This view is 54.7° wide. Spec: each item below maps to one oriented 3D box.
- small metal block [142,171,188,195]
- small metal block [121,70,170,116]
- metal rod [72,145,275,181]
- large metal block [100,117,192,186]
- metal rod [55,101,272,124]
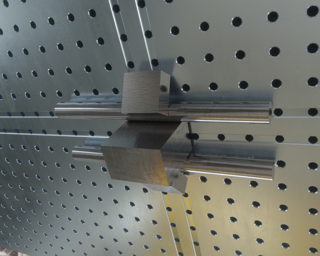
[{"bbox_3d":[0.005,0.072,0.433,0.050,0.025,0.050,3,157,26],"label":"small metal block"},{"bbox_3d":[-0.017,-0.041,0.375,0.050,0.025,0.050,1,84,27],"label":"small metal block"},{"bbox_3d":[0.000,0.045,0.434,0.301,0.025,0.025,2,120,27],"label":"metal rod"},{"bbox_3d":[-0.014,0.025,0.392,0.080,0.080,0.050,2,119,27],"label":"large metal block"},{"bbox_3d":[-0.015,-0.022,0.400,0.301,0.025,0.025,2,120,27],"label":"metal rod"}]
